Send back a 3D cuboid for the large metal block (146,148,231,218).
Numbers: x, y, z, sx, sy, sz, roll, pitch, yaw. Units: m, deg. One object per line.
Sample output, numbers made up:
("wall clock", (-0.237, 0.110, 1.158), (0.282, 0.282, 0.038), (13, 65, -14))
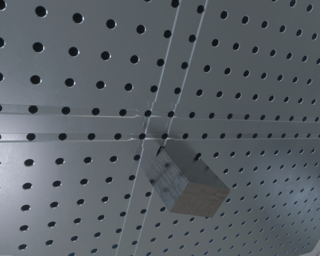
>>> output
("large metal block", (0.039, 0.078, 0.444), (0.080, 0.080, 0.050), (18, 109, -35))
